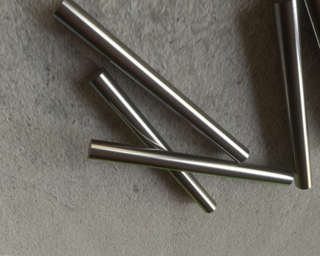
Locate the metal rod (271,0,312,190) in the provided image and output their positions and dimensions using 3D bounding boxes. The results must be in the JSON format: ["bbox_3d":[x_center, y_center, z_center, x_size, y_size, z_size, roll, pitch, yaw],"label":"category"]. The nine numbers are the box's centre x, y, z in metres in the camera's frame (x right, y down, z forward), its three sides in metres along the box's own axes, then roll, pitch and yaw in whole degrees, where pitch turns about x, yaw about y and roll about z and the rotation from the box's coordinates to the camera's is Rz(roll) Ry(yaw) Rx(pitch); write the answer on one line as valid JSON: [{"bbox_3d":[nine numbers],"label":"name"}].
[{"bbox_3d":[0.172,-0.020,0.392,0.025,0.025,0.299,-16,129,13],"label":"metal rod"}]

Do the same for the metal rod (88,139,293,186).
[{"bbox_3d":[0.055,0.051,0.427,0.302,0.025,0.025,10,130,-19],"label":"metal rod"}]

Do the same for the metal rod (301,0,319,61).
[{"bbox_3d":[0.201,-0.067,0.353,0.025,0.025,0.300,-26,126,20],"label":"metal rod"}]

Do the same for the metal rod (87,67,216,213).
[{"bbox_3d":[0.005,0.035,0.437,0.025,0.025,0.300,-25,126,19],"label":"metal rod"}]

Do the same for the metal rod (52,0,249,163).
[{"bbox_3d":[0.009,-0.041,0.372,0.301,0.025,0.025,36,121,-27],"label":"metal rod"}]
